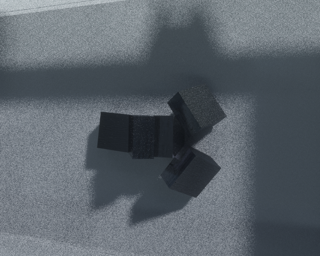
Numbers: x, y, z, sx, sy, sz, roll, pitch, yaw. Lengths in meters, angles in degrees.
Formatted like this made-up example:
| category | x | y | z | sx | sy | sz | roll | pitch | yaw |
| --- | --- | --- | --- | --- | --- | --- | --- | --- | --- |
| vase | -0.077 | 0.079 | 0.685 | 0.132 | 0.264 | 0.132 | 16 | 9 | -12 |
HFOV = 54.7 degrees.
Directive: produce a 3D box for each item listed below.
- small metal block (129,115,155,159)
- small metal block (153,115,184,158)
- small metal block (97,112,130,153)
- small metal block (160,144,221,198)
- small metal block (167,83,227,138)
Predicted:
| category | x | y | z | sx | sy | sz | roll | pitch | yaw |
| --- | --- | --- | --- | --- | --- | --- | --- | --- | --- |
| small metal block | -0.024 | 0.010 | 0.384 | 0.025 | 0.050 | 0.050 | 1 | 94 | -12 |
| small metal block | 0.012 | 0.010 | 0.391 | 0.025 | 0.050 | 0.050 | 1 | 91 | 20 |
| small metal block | -0.056 | 0.005 | 0.426 | 0.050 | 0.025 | 0.050 | 7 | 92 | 19 |
| small metal block | 0.038 | 0.053 | 0.379 | 0.050 | 0.050 | 0.025 | -53 | 40 | 12 |
| small metal block | 0.045 | -0.022 | 0.376 | 0.050 | 0.050 | 0.025 | 59 | 139 | 10 |
